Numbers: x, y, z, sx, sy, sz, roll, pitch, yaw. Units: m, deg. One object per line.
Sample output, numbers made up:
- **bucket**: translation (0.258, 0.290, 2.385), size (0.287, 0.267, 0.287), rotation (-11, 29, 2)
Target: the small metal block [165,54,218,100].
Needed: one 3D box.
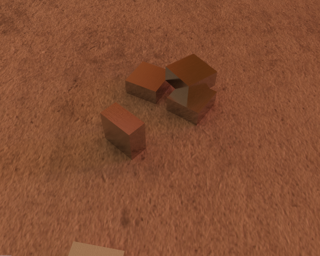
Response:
- **small metal block**: translation (0.043, -0.073, 0.433), size (0.050, 0.025, 0.050), rotation (-29, 56, -23)

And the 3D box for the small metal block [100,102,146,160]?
- **small metal block**: translation (-0.045, 0.004, 0.383), size (0.050, 0.050, 0.025), rotation (35, 58, 25)

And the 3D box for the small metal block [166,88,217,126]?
- **small metal block**: translation (0.044, -0.038, 0.436), size (0.050, 0.025, 0.050), rotation (29, 55, 21)

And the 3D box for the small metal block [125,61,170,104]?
- **small metal block**: translation (-0.016, -0.068, 0.460), size (0.050, 0.025, 0.050), rotation (22, 53, 17)

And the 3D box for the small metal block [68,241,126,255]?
- **small metal block**: translation (-0.062, 0.138, 0.286), size (0.050, 0.025, 0.050), rotation (8, 50, 6)
